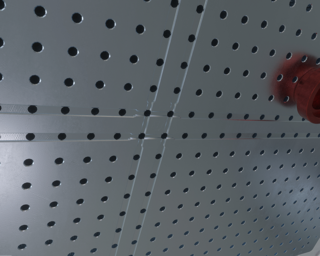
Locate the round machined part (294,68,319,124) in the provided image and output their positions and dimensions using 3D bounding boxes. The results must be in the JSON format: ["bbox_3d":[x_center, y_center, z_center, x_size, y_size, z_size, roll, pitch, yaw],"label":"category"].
[{"bbox_3d":[0.261,-0.059,0.506,0.099,0.042,0.097,-14,124,-21],"label":"round machined part"}]
